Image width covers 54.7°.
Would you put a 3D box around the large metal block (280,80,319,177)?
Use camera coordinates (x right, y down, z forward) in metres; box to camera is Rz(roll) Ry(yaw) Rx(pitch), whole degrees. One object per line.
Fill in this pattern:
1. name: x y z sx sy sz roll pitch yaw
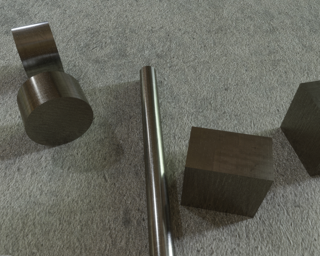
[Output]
1. large metal block: 0.197 -0.001 0.370 0.050 0.080 0.080 -9 51 -8

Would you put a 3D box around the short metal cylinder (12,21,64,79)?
1. short metal cylinder: -0.180 -0.113 0.462 0.050 0.080 0.080 -18 53 -15

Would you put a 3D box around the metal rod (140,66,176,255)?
1. metal rod: -0.007 0.029 0.378 0.025 0.025 0.300 -3 50 -3

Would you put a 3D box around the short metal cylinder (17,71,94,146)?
1. short metal cylinder: -0.130 -0.023 0.386 0.081 0.080 0.050 -21 53 -17

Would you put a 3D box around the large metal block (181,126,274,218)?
1. large metal block: 0.067 0.048 0.328 0.080 0.080 0.050 8 51 7
